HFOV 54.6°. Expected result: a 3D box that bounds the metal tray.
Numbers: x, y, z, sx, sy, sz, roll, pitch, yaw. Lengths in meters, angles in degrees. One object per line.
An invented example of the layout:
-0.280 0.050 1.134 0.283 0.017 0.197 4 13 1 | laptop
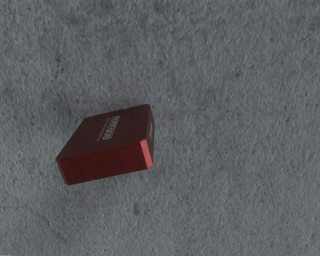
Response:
-0.054 0.012 0.358 0.090 0.130 0.030 -12 110 4 | metal tray
